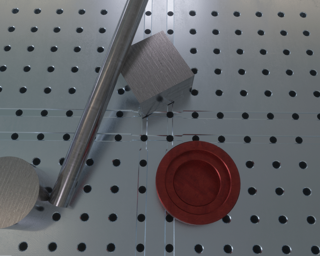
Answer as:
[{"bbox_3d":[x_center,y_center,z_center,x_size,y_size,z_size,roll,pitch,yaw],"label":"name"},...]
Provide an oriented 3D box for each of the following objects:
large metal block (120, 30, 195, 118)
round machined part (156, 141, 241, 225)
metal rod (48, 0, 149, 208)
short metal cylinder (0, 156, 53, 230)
[{"bbox_3d":[-0.010,-0.073,0.425,0.080,0.050,0.080,-29,73,-10],"label":"large metal block"},{"bbox_3d":[0.044,0.068,0.378,0.099,0.042,0.098,0,70,0],"label":"round machined part"},{"bbox_3d":[-0.071,-0.047,0.386,0.025,0.025,0.299,20,87,7],"label":"metal rod"},{"bbox_3d":[-0.175,0.079,0.368,0.081,0.050,0.080,0,70,0],"label":"short metal cylinder"}]
